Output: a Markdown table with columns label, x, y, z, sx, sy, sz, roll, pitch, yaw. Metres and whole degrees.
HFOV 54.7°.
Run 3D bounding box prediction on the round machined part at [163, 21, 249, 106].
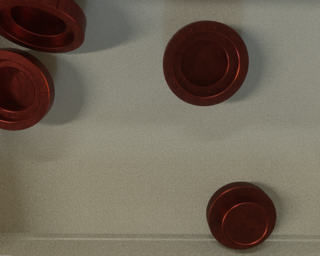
| label | x | y | z | sx | sy | sz | roll | pitch | yaw |
| --- | --- | --- | --- | --- | --- | --- | --- | --- | --- |
| round machined part | 0.052 | -0.079 | 0.374 | 0.099 | 0.042 | 0.097 | 0 | 110 | -1 |

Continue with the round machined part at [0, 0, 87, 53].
| label | x | y | z | sx | sy | sz | roll | pitch | yaw |
| --- | --- | --- | --- | --- | --- | --- | --- | --- | --- |
| round machined part | -0.129 | -0.125 | 0.335 | 0.099 | 0.098 | 0.042 | 4 | 73 | -2 |

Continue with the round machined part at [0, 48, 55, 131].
| label | x | y | z | sx | sy | sz | roll | pitch | yaw |
| --- | --- | --- | --- | --- | --- | --- | --- | --- | --- |
| round machined part | -0.179 | -0.049 | 0.382 | 0.099 | 0.042 | 0.097 | 0 | 110 | -1 |

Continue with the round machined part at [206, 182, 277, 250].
| label | x | y | z | sx | sy | sz | roll | pitch | yaw |
| --- | --- | --- | --- | --- | --- | --- | --- | --- | --- |
| round machined part | 0.119 | 0.131 | 0.443 | 0.099 | 0.042 | 0.097 | 0 | 100 | -1 |
